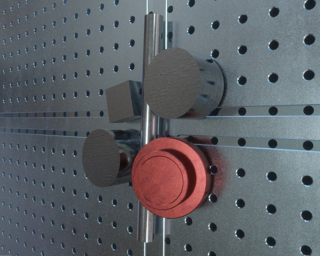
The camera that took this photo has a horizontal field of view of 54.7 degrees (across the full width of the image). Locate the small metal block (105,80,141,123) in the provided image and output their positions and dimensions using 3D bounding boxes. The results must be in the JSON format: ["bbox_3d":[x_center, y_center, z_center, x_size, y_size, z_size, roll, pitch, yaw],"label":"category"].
[{"bbox_3d":[-0.050,-0.037,0.445,0.050,0.025,0.050,-14,81,39],"label":"small metal block"}]

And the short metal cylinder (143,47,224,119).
[{"bbox_3d":[0.027,-0.050,0.365,0.080,0.050,0.079,0,90,40],"label":"short metal cylinder"}]

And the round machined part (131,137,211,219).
[{"bbox_3d":[0.008,0.060,0.371,0.098,0.042,0.097,0,89,24],"label":"round machined part"}]

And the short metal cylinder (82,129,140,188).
[{"bbox_3d":[-0.066,0.041,0.442,0.080,0.050,0.079,0,90,40],"label":"short metal cylinder"}]

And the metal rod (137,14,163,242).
[{"bbox_3d":[-0.014,0.001,0.415,0.025,0.025,0.298,4,92,40],"label":"metal rod"}]
